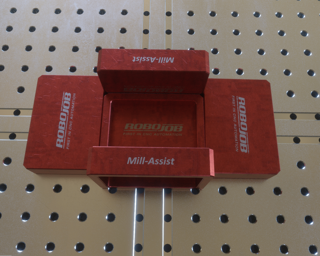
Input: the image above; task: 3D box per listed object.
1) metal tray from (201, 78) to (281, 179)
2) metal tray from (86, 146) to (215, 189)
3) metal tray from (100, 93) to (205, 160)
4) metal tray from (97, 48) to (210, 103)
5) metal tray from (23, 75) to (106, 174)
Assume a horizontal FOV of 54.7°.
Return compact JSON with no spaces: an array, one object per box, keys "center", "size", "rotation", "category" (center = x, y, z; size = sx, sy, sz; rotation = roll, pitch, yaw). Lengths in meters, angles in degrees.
[{"center":[0.102,-0.001,0.409],"size":[0.091,0.030,0.130],"rotation":[1,70,-1],"category":"metal tray"},{"center":[-0.010,0.049,0.358],"size":[0.131,0.090,0.030],"rotation":[1,70,0],"category":"metal tray"},{"center":[-0.009,0.001,0.406],"size":[0.131,0.030,0.090],"rotation":[1,70,0],"category":"metal tray"},{"center":[-0.008,-0.064,0.400],"size":[0.131,0.090,0.030],"rotation":[1,70,0],"category":"metal tray"},{"center":[-0.120,-0.006,0.409],"size":[0.091,0.030,0.130],"rotation":[1,70,0],"category":"metal tray"}]
